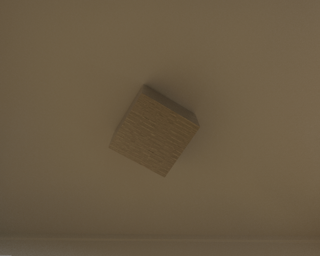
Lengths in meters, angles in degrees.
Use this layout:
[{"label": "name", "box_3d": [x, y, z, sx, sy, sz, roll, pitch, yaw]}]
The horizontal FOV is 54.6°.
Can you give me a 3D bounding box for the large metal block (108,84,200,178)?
[{"label": "large metal block", "box_3d": [-0.008, 0.003, 0.395, 0.080, 0.050, 0.080, 30, 107, -11]}]
